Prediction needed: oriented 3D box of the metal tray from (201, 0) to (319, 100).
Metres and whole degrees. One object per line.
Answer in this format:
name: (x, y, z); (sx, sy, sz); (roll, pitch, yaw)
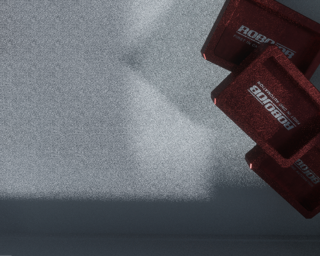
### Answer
metal tray: (0.127, -0.100, 0.372); (0.131, 0.030, 0.089); (23, 108, -9)

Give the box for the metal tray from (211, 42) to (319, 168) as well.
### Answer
metal tray: (0.137, -0.025, 0.367); (0.130, 0.030, 0.090); (41, 105, -14)

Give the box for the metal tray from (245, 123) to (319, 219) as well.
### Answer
metal tray: (0.196, 0.056, 0.430); (0.130, 0.030, 0.090); (41, 105, -14)
